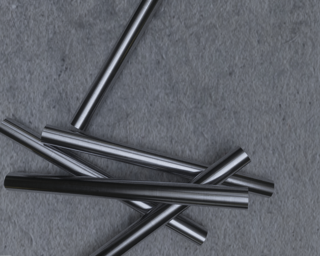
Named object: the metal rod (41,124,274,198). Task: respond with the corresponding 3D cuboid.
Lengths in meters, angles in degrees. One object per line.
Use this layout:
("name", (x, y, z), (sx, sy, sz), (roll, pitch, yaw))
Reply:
("metal rod", (0.000, 0.044, 0.402), (0.302, 0.025, 0.025), (14, 90, -4))

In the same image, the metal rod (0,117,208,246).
("metal rod", (-0.074, 0.071, 0.409), (0.301, 0.025, 0.025), (30, 90, -1))

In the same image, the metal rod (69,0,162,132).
("metal rod", (-0.034, -0.131, 0.409), (0.025, 0.025, 0.299), (30, 90, -1))

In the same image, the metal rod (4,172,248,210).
("metal rod", (-0.050, 0.074, 0.375), (0.301, 0.025, 0.025), (2, 90, 13))

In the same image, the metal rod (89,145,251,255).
("metal rod", (-0.017, 0.121, 0.384), (0.300, 0.025, 0.025), (-37, 91, 2))
